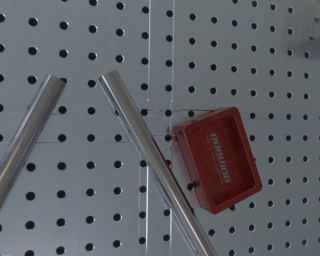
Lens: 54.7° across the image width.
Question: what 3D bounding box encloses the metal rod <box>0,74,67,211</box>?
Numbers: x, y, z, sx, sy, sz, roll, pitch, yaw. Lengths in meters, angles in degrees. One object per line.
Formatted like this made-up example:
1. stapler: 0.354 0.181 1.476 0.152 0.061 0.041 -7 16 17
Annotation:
1. metal rod: -0.184 0.076 0.344 0.025 0.025 0.299 28 81 -18

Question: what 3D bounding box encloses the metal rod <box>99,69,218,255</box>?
1. metal rod: 0.004 0.062 0.414 0.025 0.025 0.299 -31 100 -17

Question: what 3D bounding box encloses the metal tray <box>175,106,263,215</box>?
1. metal tray: 0.085 0.044 0.441 0.091 0.030 0.129 -22 97 -19

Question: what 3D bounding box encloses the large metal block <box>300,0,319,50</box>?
1. large metal block: 0.284 -0.172 0.504 0.081 0.050 0.080 10 87 -20
